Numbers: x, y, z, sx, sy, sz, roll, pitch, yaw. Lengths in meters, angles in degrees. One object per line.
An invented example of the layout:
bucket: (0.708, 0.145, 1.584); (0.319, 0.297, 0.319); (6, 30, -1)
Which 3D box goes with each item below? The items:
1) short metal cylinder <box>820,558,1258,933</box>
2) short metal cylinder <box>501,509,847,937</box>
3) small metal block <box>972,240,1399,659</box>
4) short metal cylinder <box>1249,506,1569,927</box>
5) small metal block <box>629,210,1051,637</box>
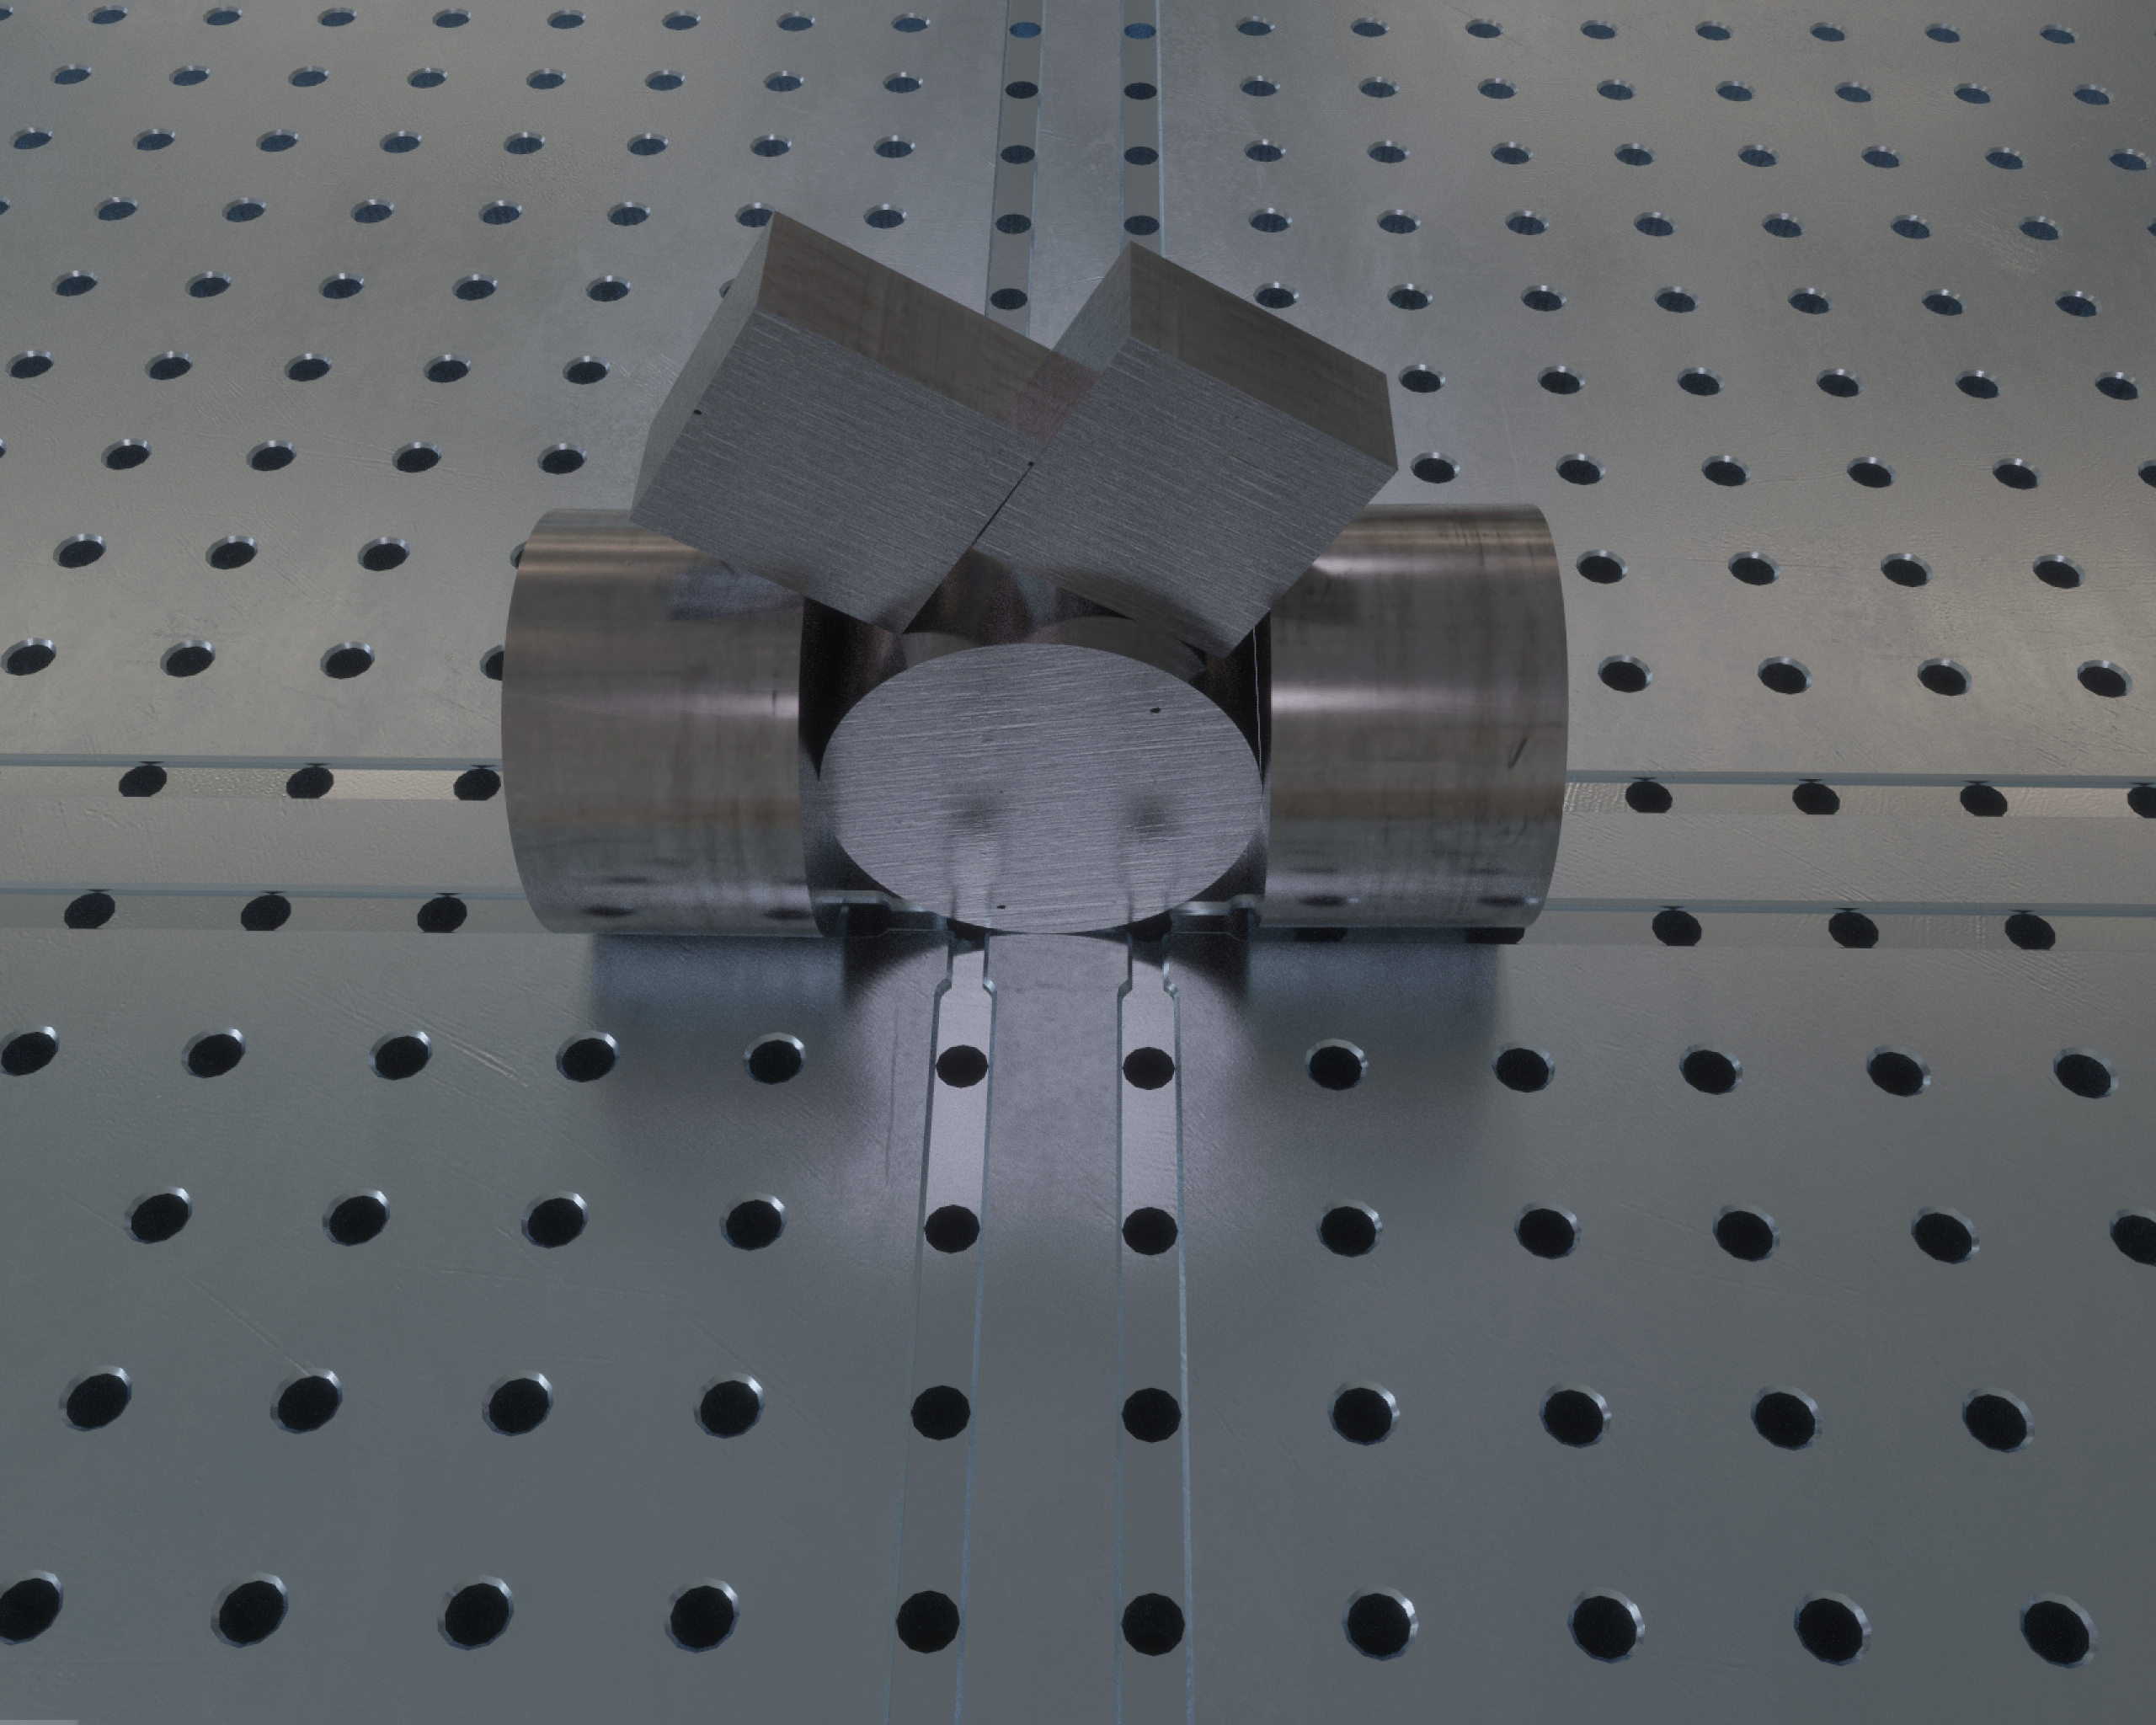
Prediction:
short metal cylinder: (-0.006, -0.031, 0.397); (0.080, 0.080, 0.050); (1, 50, 1)
short metal cylinder: (-0.072, -0.026, 0.392); (0.050, 0.080, 0.080); (1, 50, 1)
small metal block: (0.017, -0.067, 0.348); (0.050, 0.050, 0.025); (21, 46, -23)
short metal cylinder: (0.059, -0.027, 0.394); (0.050, 0.080, 0.080); (0, 50, 1)
small metal block: (-0.039, -0.071, 0.345); (0.050, 0.050, 0.025); (22, 46, -23)
